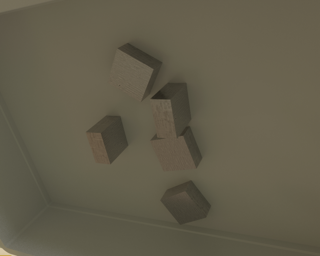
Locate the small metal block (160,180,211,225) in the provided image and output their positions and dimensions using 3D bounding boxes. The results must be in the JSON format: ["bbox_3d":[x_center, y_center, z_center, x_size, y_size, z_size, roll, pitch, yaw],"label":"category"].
[{"bbox_3d":[0.038,0.111,0.456,0.050,0.025,0.050,-30,102,37],"label":"small metal block"}]

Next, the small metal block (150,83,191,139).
[{"bbox_3d":[0.014,-0.022,0.370,0.025,0.050,0.050,4,120,26],"label":"small metal block"}]

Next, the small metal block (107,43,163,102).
[{"bbox_3d":[-0.032,-0.068,0.382,0.050,0.025,0.050,31,128,7],"label":"small metal block"}]

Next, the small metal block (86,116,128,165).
[{"bbox_3d":[-0.074,0.016,0.439,0.025,0.050,0.050,3,120,27],"label":"small metal block"}]

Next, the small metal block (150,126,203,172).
[{"bbox_3d":[0.022,0.029,0.414,0.050,0.025,0.050,-10,114,32],"label":"small metal block"}]
